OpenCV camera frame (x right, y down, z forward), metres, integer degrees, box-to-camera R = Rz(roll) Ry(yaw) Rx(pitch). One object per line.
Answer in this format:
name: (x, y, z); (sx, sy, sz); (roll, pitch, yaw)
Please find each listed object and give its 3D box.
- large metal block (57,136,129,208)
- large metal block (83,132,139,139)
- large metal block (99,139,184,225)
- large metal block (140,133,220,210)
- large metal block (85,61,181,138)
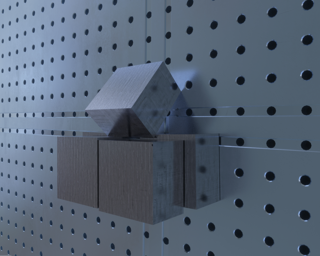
large metal block: (-0.085, 0.050, 0.392); (0.080, 0.050, 0.079); (0, 90, 39)
large metal block: (-0.067, 0.046, 0.446); (0.080, 0.050, 0.079); (2, 91, 39)
large metal block: (-0.022, 0.053, 0.341); (0.080, 0.050, 0.079); (0, 90, 39)
large metal block: (0.023, 0.047, 0.372); (0.080, 0.050, 0.079); (-1, 89, 39)
large metal block: (-0.033, -0.035, 0.391); (0.080, 0.050, 0.080); (1, 48, 39)
